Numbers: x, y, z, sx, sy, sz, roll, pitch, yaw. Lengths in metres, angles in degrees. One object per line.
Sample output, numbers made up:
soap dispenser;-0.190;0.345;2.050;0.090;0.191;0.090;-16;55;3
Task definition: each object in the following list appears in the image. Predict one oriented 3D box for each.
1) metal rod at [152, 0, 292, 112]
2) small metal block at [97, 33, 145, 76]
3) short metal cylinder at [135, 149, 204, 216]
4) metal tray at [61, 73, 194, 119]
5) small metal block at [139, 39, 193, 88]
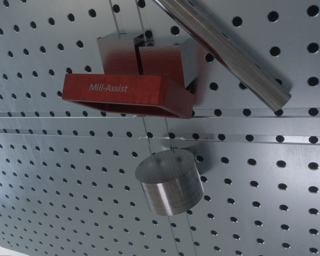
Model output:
metal rod;0.018;-0.127;0.323;0.300;0.025;0.025;42;129;-1
small metal block;-0.044;-0.087;0.381;0.050;0.025;0.050;6;121;25
short metal cylinder;0.013;0.070;0.412;0.080;0.080;0.050;-4;117;30
metal tray;-0.036;-0.036;0.365;0.130;0.090;0.030;6;85;25
small metal block;0.007;-0.074;0.361;0.050;0.025;0.050;4;120;26
